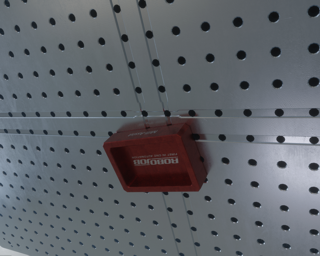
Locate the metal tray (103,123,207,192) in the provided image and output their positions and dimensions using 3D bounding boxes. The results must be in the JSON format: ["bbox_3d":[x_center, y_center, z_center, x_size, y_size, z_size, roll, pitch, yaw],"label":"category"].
[{"bbox_3d":[-0.009,0.046,0.441,0.130,0.030,0.090,-8,115,31],"label":"metal tray"}]
